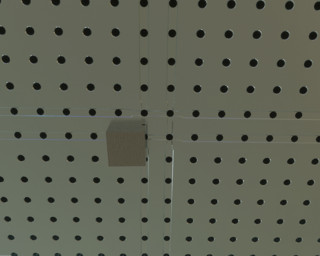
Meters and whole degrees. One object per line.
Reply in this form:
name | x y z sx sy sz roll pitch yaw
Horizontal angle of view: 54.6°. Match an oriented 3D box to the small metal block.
small metal block | -0.045 0.024 0.422 0.050 0.025 0.050 -1 110 0
